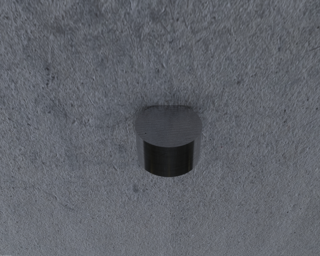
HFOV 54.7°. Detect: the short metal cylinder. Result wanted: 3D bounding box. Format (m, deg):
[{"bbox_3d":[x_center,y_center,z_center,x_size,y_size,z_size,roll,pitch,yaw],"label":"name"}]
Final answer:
[{"bbox_3d":[0.011,0.014,0.385,0.081,0.080,0.050,-1,130,0],"label":"short metal cylinder"}]
